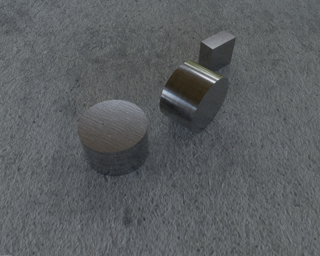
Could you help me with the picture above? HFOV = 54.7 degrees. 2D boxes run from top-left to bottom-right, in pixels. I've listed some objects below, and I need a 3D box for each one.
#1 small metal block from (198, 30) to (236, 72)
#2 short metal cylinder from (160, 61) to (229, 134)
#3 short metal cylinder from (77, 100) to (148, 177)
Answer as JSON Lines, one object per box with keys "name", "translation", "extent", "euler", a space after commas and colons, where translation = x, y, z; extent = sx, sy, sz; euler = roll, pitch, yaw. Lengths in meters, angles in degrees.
{"name": "small metal block", "translation": [0.089, -0.118, 0.487], "extent": [0.050, 0.050, 0.025], "euler": [-32, 57, -24]}
{"name": "short metal cylinder", "translation": [0.045, -0.040, 0.401], "extent": [0.050, 0.080, 0.080], "euler": [33, 57, 24]}
{"name": "short metal cylinder", "translation": [-0.055, 0.012, 0.377], "extent": [0.081, 0.050, 0.080], "euler": [0, 50, 0]}
